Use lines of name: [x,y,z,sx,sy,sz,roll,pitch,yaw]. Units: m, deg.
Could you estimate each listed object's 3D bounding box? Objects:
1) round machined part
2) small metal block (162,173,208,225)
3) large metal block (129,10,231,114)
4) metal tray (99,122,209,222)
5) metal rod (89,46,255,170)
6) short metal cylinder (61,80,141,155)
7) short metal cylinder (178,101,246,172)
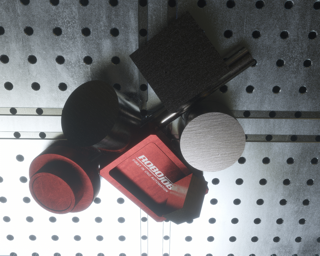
round machined part: [-0.134,0.076,0.417,0.098,0.042,0.097,7,117,14]
small metal block: [0.033,0.093,0.403,0.025,0.050,0.050,32,142,-13]
large metal block: [0.025,-0.073,0.361,0.080,0.050,0.080,-35,87,12]
metal tray: [-0.006,0.064,0.419,0.090,0.030,0.130,-36,119,12]
metal rod: [-0.009,-0.005,0.413,0.300,0.025,0.025,-35,107,12]
short metal cylinder: [-0.070,-0.011,0.373,0.080,0.050,0.080,-7,72,24]
short metal cylinder: [0.065,0.010,0.404,0.081,0.050,0.079,0,110,0]
